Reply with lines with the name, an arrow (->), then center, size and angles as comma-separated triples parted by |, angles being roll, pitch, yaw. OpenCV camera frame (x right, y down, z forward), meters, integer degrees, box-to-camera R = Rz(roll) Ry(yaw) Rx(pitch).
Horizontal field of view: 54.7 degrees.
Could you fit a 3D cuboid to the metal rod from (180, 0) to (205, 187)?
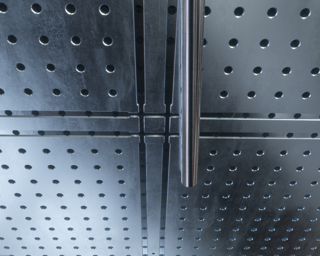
metal rod -> 0.038, -0.031, 0.385 | 0.025, 0.025, 0.298 | -3, 130, 1
